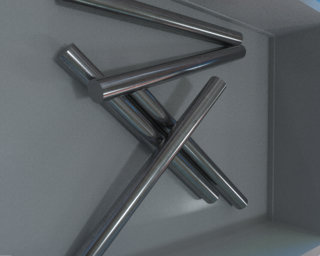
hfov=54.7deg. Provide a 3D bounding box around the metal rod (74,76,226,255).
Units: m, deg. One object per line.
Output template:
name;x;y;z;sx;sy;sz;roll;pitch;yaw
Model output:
metal rod;-0.009;0.051;0.374;0.300;0.025;0.025;-52;121;-18

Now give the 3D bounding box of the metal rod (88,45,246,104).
metal rod;0.034;-0.082;0.416;0.302;0.025;0.025;-25;106;-44

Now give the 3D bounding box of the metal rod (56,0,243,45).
metal rod;0.012;-0.144;0.417;0.302;0.025;0.025;-1;91;-40

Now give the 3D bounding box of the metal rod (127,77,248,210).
metal rod;0.047;0.034;0.448;0.300;0.025;0.025;46;62;-31

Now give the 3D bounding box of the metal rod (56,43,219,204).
metal rod;-0.010;0.013;0.399;0.300;0.025;0.025;46;62;-31
